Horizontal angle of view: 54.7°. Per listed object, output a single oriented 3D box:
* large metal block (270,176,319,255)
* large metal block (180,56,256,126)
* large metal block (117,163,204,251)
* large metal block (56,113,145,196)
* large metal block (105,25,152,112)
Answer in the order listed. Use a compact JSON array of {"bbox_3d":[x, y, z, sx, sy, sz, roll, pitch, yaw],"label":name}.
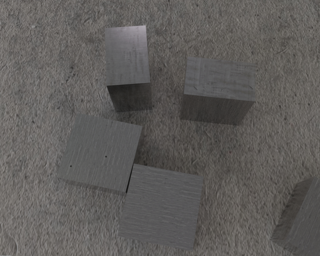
[{"bbox_3d":[0.188,0.114,0.354,0.080,0.050,0.080,30,73,10],"label":"large metal block"},{"bbox_3d":[0.070,-0.044,0.395,0.080,0.080,0.050,6,70,2],"label":"large metal block"},{"bbox_3d":[0.002,0.093,0.361,0.080,0.050,0.080,10,70,3],"label":"large metal block"},{"bbox_3d":[-0.069,0.035,0.382,0.080,0.050,0.080,12,70,4],"label":"large metal block"},{"bbox_3d":[-0.039,-0.074,0.406,0.050,0.080,0.080,-5,70,-2],"label":"large metal block"}]
